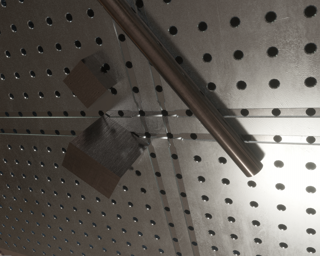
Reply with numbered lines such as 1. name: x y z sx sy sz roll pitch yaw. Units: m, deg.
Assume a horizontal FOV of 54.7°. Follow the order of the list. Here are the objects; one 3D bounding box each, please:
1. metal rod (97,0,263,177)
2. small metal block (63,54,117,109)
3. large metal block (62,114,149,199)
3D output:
1. metal rod: 0.019 -0.060 0.363 0.300 0.025 0.025 49 128 -7
2. small metal block: -0.095 -0.063 0.421 0.050 0.025 0.050 -34 100 38
3. large metal block: -0.075 0.038 0.437 0.080 0.080 0.050 34 129 5
